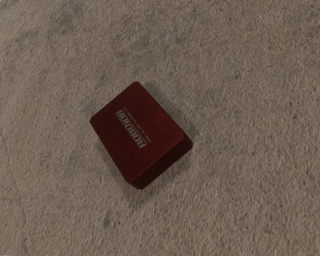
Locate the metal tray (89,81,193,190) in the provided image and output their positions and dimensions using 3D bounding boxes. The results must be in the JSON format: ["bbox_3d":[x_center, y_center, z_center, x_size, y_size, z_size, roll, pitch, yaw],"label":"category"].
[{"bbox_3d":[-0.029,0.005,0.412,0.090,0.030,0.130,-40,51,0],"label":"metal tray"}]
